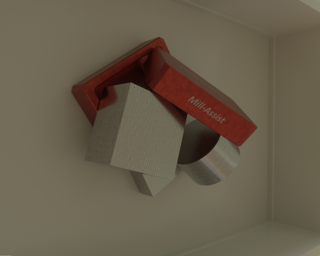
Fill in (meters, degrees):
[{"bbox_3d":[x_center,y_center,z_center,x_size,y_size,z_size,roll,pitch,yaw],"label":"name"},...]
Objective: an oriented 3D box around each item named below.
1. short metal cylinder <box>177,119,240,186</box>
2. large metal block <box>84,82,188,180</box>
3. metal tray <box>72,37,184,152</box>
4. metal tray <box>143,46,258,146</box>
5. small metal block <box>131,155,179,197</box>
[{"bbox_3d":[0.061,0.031,0.423,0.050,0.080,0.080,47,62,-30],"label":"short metal cylinder"},{"bbox_3d":[-0.023,0.006,0.329,0.080,0.050,0.080,21,77,-38],"label":"large metal block"},{"bbox_3d":[-0.029,-0.043,0.378,0.131,0.030,0.090,-41,115,-32],"label":"metal tray"},{"bbox_3d":[0.044,-0.039,0.363,0.131,0.090,0.030,31,108,-21],"label":"metal tray"},{"bbox_3d":[-0.009,0.052,0.399,0.050,0.025,0.050,-36,112,-34],"label":"small metal block"}]
